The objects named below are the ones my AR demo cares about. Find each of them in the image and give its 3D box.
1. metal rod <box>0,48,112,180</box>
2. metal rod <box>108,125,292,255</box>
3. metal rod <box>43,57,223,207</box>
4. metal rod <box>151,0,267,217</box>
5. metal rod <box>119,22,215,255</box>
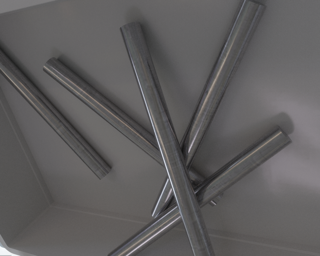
[{"bbox_3d":[-0.186,-0.037,0.484,0.300,0.025,0.025,49,129,-7],"label":"metal rod"},{"bbox_3d":[0.035,0.100,0.397,0.025,0.025,0.299,46,112,-4],"label":"metal rod"},{"bbox_3d":[-0.038,0.004,0.431,0.300,0.025,0.025,39,129,2],"label":"metal rod"},{"bbox_3d":[0.044,0.002,0.365,0.025,0.025,0.298,27,121,11],"label":"metal rod"},{"bbox_3d":[0.011,0.025,0.364,0.025,0.025,0.298,-16,94,34],"label":"metal rod"}]
